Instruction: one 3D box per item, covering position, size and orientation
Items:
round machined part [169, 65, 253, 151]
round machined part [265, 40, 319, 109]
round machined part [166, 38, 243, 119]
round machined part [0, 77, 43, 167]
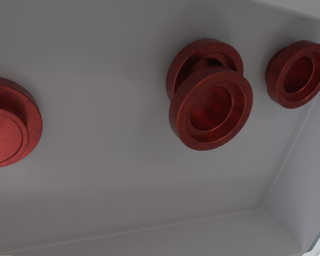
[{"bbox_3d":[0.054,-0.026,0.357,0.099,0.042,0.097,-14,125,-21],"label":"round machined part"},{"bbox_3d":[0.195,-0.080,0.454,0.099,0.042,0.097,-14,124,-21],"label":"round machined part"},{"bbox_3d":[0.051,-0.063,0.386,0.099,0.042,0.097,-14,124,-21],"label":"round machined part"},{"bbox_3d":[-0.168,0.001,0.306,0.099,0.042,0.097,-14,124,-21],"label":"round machined part"}]
